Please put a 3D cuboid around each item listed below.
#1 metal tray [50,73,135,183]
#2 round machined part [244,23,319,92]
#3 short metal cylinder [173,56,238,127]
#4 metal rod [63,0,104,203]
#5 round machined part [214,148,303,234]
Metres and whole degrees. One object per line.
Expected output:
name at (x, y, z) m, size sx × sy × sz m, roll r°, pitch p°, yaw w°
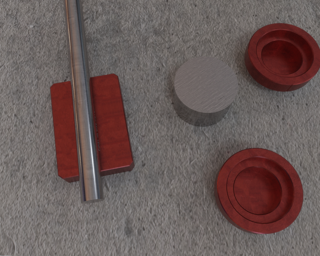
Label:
metal tray at (-0.089, -0.002, 0.405) m, size 0.091 × 0.030 × 0.129 m, roll -11°, pitch 70°, yaw -4°
round machined part at (0.168, -0.094, 0.436) m, size 0.099 × 0.042 × 0.098 m, roll 0°, pitch 70°, yaw -1°
short metal cylinder at (0.058, -0.047, 0.413) m, size 0.081 × 0.050 × 0.080 m, roll 0°, pitch 70°, yaw 0°
metal rod at (-0.101, -0.057, 0.395) m, size 0.025 × 0.025 × 0.299 m, roll -9°, pitch 70°, yaw -4°
round machined part at (0.114, 0.076, 0.373) m, size 0.099 × 0.042 × 0.098 m, roll 0°, pitch 70°, yaw -1°
